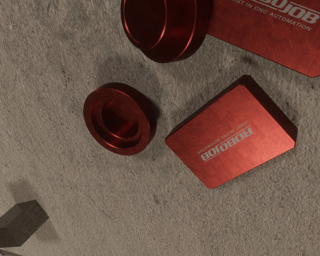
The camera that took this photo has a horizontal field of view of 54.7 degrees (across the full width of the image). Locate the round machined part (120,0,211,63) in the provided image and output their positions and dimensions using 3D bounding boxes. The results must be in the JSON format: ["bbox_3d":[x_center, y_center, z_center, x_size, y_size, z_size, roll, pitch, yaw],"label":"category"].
[{"bbox_3d":[-0.002,-0.112,0.303,0.098,0.042,0.097,22,120,43],"label":"round machined part"}]

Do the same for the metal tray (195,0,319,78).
[{"bbox_3d":[0.104,-0.113,0.279,0.130,0.030,0.089,27,128,11],"label":"metal tray"}]

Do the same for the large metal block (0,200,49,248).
[{"bbox_3d":[-0.297,0.201,0.648,0.080,0.080,0.050,-18,109,35],"label":"large metal block"}]

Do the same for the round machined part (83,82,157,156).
[{"bbox_3d":[-0.048,-0.015,0.410,0.098,0.042,0.097,13,124,20],"label":"round machined part"}]

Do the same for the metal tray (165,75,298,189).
[{"bbox_3d":[0.080,0.010,0.367,0.090,0.030,0.129,47,129,-5],"label":"metal tray"}]
